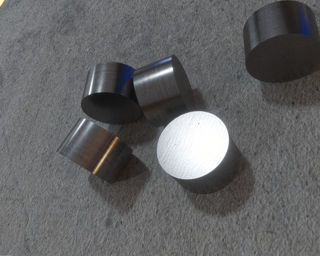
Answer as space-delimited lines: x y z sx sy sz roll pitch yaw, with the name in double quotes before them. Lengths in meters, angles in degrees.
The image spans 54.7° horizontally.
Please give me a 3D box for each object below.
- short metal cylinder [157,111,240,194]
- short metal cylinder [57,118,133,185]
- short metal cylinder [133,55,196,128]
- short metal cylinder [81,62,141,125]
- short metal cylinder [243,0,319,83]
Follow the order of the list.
"short metal cylinder" 0.044 0.028 0.348 0.080 0.050 0.080 -13 56 21
"short metal cylinder" -0.082 0.030 0.393 0.080 0.080 0.050 21 73 36
"short metal cylinder" 0.008 -0.046 0.393 0.050 0.080 0.080 -18 55 18
"short metal cylinder" -0.065 -0.046 0.431 0.080 0.080 0.050 -10 58 23
"short metal cylinder" 0.138 -0.096 0.355 0.080 0.080 0.050 -9 58 23
